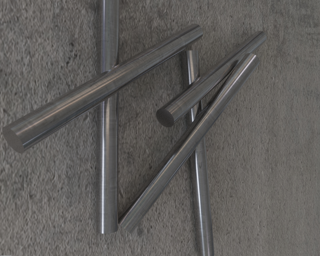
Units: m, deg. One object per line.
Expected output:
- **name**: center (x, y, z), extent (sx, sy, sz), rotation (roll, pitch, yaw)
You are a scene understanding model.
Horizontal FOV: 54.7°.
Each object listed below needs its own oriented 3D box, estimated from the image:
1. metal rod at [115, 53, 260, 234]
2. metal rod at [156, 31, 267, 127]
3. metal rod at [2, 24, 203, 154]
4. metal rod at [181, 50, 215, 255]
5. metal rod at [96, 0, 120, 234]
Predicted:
- **metal rod**: center (0.047, 0.008, 0.415), extent (0.301, 0.025, 0.025), rotation (-51, 120, -18)
- **metal rod**: center (0.092, -0.087, 0.455), extent (0.302, 0.025, 0.025), rotation (-41, 115, -41)
- **metal rod**: center (-0.033, -0.064, 0.346), extent (0.302, 0.025, 0.025), rotation (-42, 116, -42)
- **metal rod**: center (0.055, 0.040, 0.450), extent (0.025, 0.025, 0.298), rotation (-9, 96, -40)
- **metal rod**: center (-0.059, -0.033, 0.354), extent (0.025, 0.025, 0.298), rotation (1, 90, -40)
